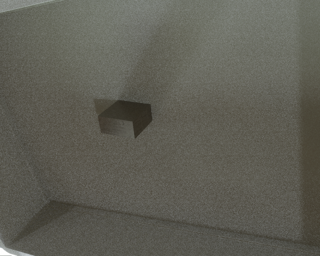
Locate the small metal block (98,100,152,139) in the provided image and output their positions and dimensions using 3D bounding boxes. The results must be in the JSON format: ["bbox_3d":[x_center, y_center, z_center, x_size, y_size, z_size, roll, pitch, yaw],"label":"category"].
[{"bbox_3d":[-0.045,-0.013,0.407,0.050,0.050,0.025,9,122,23],"label":"small metal block"}]
